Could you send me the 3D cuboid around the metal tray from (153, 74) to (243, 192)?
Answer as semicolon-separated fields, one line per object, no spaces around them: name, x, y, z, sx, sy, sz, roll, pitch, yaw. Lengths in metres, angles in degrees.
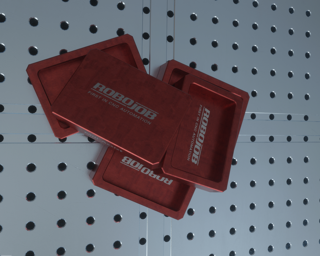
metal tray;0.051;0.008;0.395;0.090;0.030;0.130;21;71;-19

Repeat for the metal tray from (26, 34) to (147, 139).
metal tray;-0.081;-0.052;0.380;0.131;0.030;0.090;-24;98;-18

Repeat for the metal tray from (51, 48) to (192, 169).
metal tray;-0.041;-0.023;0.351;0.130;0.030;0.090;27;72;4

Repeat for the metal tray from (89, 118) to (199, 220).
metal tray;-0.013;0.054;0.405;0.131;0.030;0.090;28;81;-18

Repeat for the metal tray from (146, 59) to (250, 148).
metal tray;0.052;-0.027;0.428;0.131;0.030;0.090;20;83;-18
